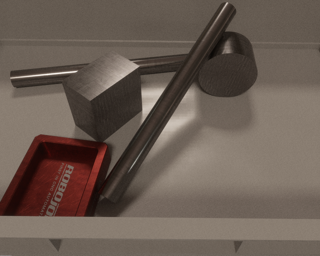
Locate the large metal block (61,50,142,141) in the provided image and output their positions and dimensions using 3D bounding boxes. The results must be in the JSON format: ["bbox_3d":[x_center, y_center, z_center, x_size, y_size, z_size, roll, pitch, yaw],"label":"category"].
[{"bbox_3d":[-0.070,-0.040,0.402,0.050,0.080,0.080,33,57,24],"label":"large metal block"}]

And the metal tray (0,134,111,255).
[{"bbox_3d":[-0.115,0.070,0.340,0.090,0.030,0.130,7,50,5],"label":"metal tray"}]

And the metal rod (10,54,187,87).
[{"bbox_3d":[-0.070,-0.092,0.481,0.302,0.025,0.025,-7,51,-7],"label":"metal rod"}]

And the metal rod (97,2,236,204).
[{"bbox_3d":[0.018,-0.044,0.386,0.025,0.025,0.300,26,72,20],"label":"metal rod"}]

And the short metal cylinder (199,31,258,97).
[{"bbox_3d":[0.096,-0.090,0.447,0.080,0.080,0.050,3,50,2],"label":"short metal cylinder"}]
